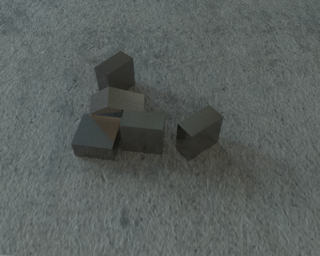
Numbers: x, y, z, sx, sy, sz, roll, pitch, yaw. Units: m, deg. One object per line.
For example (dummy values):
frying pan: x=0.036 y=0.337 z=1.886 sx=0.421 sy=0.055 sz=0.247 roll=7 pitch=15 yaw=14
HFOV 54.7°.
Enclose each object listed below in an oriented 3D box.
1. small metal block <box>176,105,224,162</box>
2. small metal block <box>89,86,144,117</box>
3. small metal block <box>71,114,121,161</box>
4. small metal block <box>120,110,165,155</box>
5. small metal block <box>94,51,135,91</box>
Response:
small metal block: x=0.048 y=0.007 z=0.382 sx=0.050 sy=0.050 sz=0.025 roll=-31 pitch=57 yaw=-23
small metal block: x=-0.055 y=-0.030 z=0.396 sx=0.050 sy=0.050 sz=0.025 roll=10 pitch=76 yaw=-36
small metal block: x=-0.078 y=0.011 z=0.393 sx=0.050 sy=0.025 sz=0.050 roll=7 pitch=50 yaw=5
small metal block: x=-0.020 y=0.006 z=0.382 sx=0.050 sy=0.050 sz=0.025 roll=6 pitch=51 yaw=4
small metal block: x=-0.064 y=-0.075 z=0.449 sx=0.025 sy=0.050 sz=0.050 roll=33 pitch=57 yaw=24
